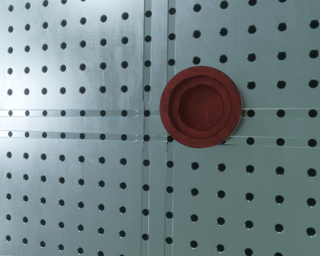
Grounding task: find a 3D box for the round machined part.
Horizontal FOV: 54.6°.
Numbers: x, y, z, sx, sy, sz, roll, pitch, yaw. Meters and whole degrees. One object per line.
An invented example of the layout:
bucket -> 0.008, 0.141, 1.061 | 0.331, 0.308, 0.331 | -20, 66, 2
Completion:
round machined part -> 0.053, -0.025, 0.385 | 0.098, 0.042, 0.097 | 0, 90, 20
